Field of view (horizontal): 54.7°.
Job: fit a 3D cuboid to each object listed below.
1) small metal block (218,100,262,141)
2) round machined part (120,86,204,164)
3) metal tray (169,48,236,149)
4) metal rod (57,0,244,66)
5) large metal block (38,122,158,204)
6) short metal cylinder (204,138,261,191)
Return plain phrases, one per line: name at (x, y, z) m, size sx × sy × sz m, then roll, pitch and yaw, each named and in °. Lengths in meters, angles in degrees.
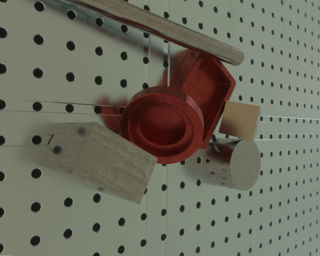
small metal block at (0.121, -0.011, 0.464) m, size 0.025 × 0.050 × 0.050 m, roll 15°, pitch 89°, yaw -65°
round machined part at (0.004, -0.007, 0.378) m, size 0.098 × 0.098 × 0.042 m, roll 59°, pitch 24°, yaw -24°
metal tray at (0.056, -0.045, 0.455) m, size 0.090 × 0.030 × 0.130 m, roll 43°, pitch 64°, yaw -32°
metal rod at (-0.010, -0.127, 0.377) m, size 0.302 × 0.025 × 0.025 m, roll 10°, pitch 83°, yaw -32°
large metal block at (-0.064, 0.035, 0.321) m, size 0.080 × 0.080 × 0.050 m, roll 35°, pitch 69°, yaw -35°
short metal cylinder at (0.116, 0.056, 0.493) m, size 0.081 × 0.050 × 0.079 m, roll -1°, pitch 91°, yaw -40°
